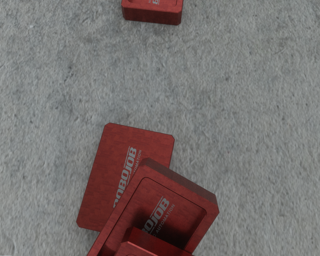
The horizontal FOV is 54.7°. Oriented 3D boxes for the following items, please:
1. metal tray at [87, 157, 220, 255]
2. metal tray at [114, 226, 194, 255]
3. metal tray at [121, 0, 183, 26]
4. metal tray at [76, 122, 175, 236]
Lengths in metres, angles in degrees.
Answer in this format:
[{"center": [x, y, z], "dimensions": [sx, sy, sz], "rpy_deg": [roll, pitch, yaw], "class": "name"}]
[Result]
[{"center": [-0.010, 0.108, 0.323], "dimensions": [0.090, 0.030, 0.129], "rpy_deg": [30, 101, 0], "class": "metal tray"}, {"center": [-0.019, 0.174, 0.304], "dimensions": [0.090, 0.030, 0.129], "rpy_deg": [26, 101, 1], "class": "metal tray"}, {"center": [-0.005, -0.228, 0.488], "dimensions": [0.091, 0.030, 0.130], "rpy_deg": [7, 70, 2], "class": "metal tray"}, {"center": [-0.038, 0.065, 0.381], "dimensions": [0.090, 0.030, 0.130], "rpy_deg": [12, 70, 4], "class": "metal tray"}]
